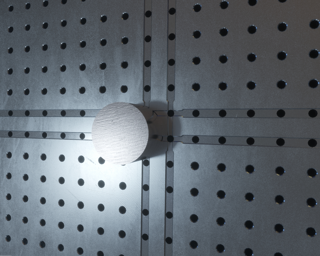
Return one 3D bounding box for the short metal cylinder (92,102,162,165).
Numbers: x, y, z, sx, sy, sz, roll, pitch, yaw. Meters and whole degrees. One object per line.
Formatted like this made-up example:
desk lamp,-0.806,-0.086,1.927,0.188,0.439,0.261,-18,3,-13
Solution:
short metal cylinder,-0.043,0.007,0.415,0.080,0.050,0.080,0,90,20
